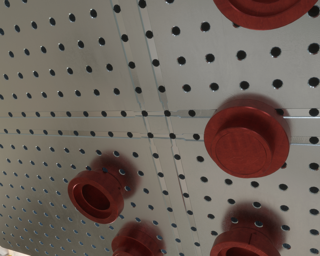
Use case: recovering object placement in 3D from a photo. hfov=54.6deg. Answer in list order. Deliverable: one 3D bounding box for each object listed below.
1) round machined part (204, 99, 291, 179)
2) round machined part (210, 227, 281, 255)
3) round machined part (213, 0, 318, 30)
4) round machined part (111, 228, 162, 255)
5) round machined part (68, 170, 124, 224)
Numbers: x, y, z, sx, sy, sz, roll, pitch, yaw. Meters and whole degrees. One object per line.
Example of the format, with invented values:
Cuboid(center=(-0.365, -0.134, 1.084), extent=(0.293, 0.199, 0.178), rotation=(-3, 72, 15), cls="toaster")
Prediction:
Cuboid(center=(0.098, 0.019, 0.361), extent=(0.098, 0.042, 0.097), rotation=(13, 124, 21), cls="round machined part")
Cuboid(center=(0.126, 0.184, 0.448), extent=(0.098, 0.042, 0.097), rotation=(13, 124, 21), cls="round machined part")
Cuboid(center=(0.094, -0.138, 0.266), extent=(0.098, 0.042, 0.097), rotation=(13, 124, 21), cls="round machined part")
Cuboid(center=(-0.048, 0.237, 0.573), extent=(0.098, 0.042, 0.097), rotation=(13, 124, 21), cls="round machined part")
Cuboid(center=(-0.103, 0.111, 0.524), extent=(0.098, 0.042, 0.097), rotation=(13, 124, 21), cls="round machined part")
